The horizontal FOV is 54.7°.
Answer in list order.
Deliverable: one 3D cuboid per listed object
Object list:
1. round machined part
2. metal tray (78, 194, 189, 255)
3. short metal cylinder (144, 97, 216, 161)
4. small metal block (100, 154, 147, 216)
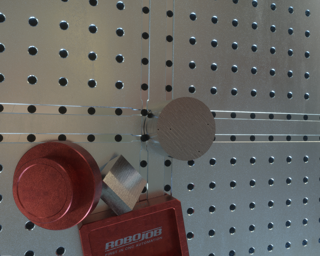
[{"bbox_3d":[-0.117,0.064,0.337,0.098,0.042,0.097,0,92,11],"label":"round machined part"},{"bbox_3d":[-0.032,0.146,0.398,0.131,0.030,0.089,-11,94,-20],"label":"metal tray"},{"bbox_3d":[0.025,0.001,0.409,0.081,0.050,0.080,0,90,-20],"label":"short metal cylinder"},{"bbox_3d":[-0.049,0.069,0.380,0.050,0.025,0.050,49,35,-14],"label":"small metal block"}]
